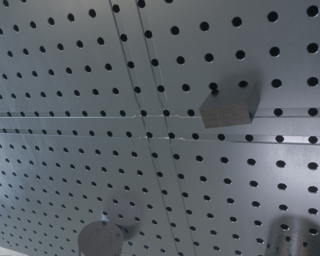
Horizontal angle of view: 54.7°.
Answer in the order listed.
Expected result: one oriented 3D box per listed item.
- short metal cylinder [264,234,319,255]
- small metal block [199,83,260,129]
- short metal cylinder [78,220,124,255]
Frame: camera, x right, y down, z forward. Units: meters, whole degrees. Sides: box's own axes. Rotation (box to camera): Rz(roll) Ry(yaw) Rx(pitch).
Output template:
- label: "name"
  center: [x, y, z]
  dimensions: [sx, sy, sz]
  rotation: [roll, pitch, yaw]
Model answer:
- label: "short metal cylinder"
  center: [0.181, 0.191, 0.418]
  dimensions: [0.080, 0.050, 0.079]
  rotation: [13, 124, 21]
- label: "small metal block"
  center: [0.077, -0.025, 0.339]
  dimensions: [0.050, 0.050, 0.025]
  rotation: [-7, 115, 31]
- label: "short metal cylinder"
  center: [-0.109, 0.219, 0.569]
  dimensions: [0.080, 0.080, 0.050]
  rotation: [22, 127, 15]
